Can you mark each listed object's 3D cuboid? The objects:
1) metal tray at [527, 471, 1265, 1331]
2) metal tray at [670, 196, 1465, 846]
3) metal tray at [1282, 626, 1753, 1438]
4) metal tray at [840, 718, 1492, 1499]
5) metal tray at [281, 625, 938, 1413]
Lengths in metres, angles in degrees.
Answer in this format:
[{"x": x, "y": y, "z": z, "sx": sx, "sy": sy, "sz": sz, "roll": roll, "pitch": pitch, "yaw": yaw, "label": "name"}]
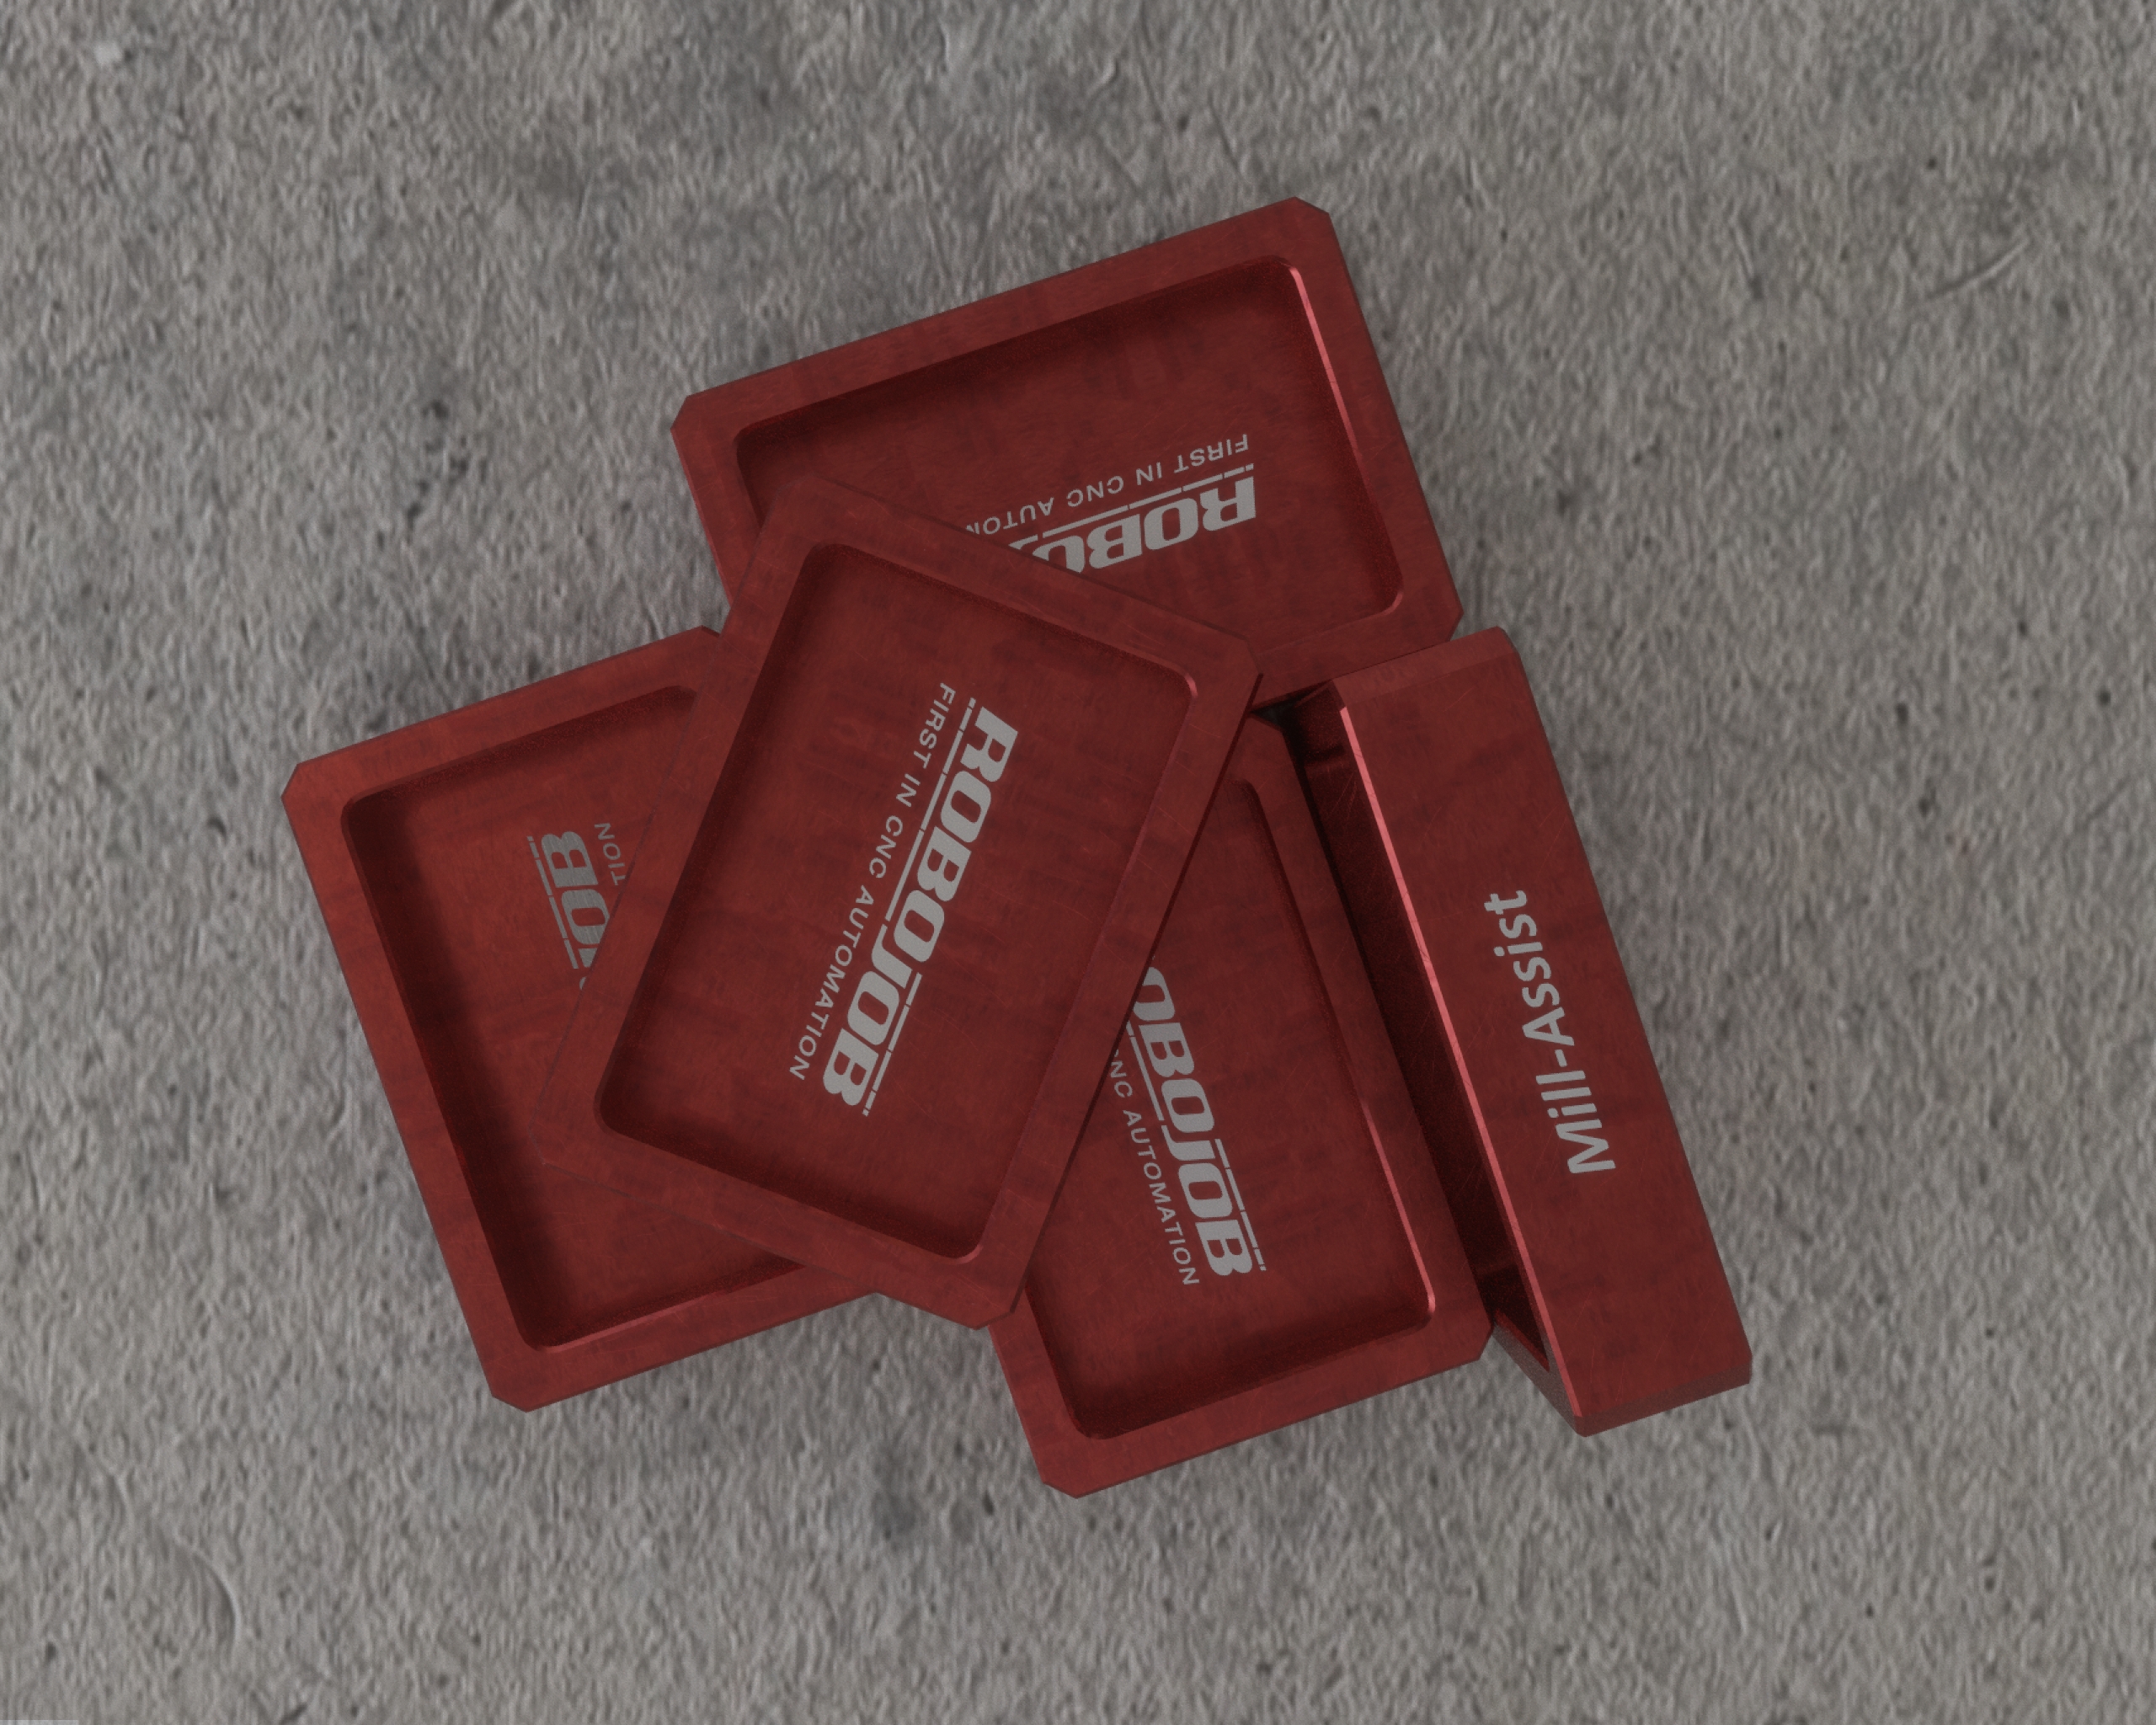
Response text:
[{"x": -0.032, "y": 0.007, "z": 0.376, "sx": 0.090, "sy": 0.030, "sz": 0.129, "roll": 21, "pitch": 90, "yaw": 0, "label": "metal tray"}, {"x": -0.002, "y": -0.064, "z": 0.407, "sx": 0.131, "sy": 0.030, "sz": 0.090, "roll": -18, "pitch": 90, "yaw": 0, "label": "metal tray"}, {"x": 0.075, "y": 0.027, "z": 0.377, "sx": 0.030, "sy": 0.090, "sz": 0.129, "roll": -18, "pitch": 90, "yaw": 0, "label": "metal tray"}, {"x": 0.016, "y": 0.046, "z": 0.407, "sx": 0.090, "sy": 0.030, "sz": 0.129, "roll": -19, "pitch": 90, "yaw": 0, "label": "metal tray"}, {"x": -0.087, "y": 0.029, "z": 0.406, "sx": 0.090, "sy": 0.030, "sz": 0.129, "roll": -19, "pitch": 90, "yaw": 0, "label": "metal tray"}]
